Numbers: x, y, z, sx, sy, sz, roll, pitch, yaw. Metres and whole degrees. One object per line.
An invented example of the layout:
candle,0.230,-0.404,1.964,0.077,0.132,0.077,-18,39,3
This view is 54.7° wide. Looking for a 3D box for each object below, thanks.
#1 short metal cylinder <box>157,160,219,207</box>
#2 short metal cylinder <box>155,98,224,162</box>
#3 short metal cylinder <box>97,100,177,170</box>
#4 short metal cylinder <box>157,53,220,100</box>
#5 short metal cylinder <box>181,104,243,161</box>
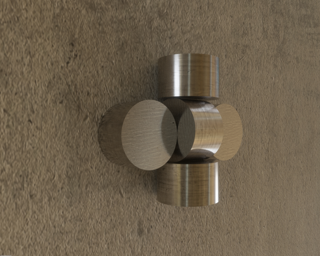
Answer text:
short metal cylinder,0.036,0.067,0.401,0.081,0.080,0.050,0,90,-40
short metal cylinder,0.034,0.003,0.399,0.050,0.080,0.080,1,90,-40
short metal cylinder,-0.026,0.008,0.368,0.081,0.050,0.080,0,90,-41
short metal cylinder,0.037,-0.063,0.402,0.081,0.080,0.050,0,90,-40
short metal cylinder,0.075,0.005,0.452,0.081,0.050,0.080,-1,91,-40
